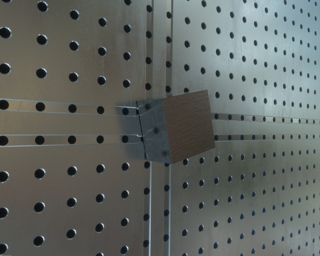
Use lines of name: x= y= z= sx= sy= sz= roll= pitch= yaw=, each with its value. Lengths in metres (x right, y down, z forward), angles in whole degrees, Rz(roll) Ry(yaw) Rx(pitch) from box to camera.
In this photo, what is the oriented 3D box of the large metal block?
large metal block: x=0.023 y=-0.004 z=0.410 sx=0.081 sy=0.050 sz=0.080 roll=-16 pitch=100 yaw=-39
